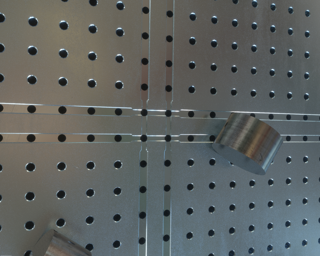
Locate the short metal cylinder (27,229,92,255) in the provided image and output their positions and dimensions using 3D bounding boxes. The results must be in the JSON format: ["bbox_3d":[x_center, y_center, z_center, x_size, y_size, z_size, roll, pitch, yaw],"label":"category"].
[{"bbox_3d":[-0.120,0.160,0.339,0.050,0.080,0.080,39,78,-16],"label":"short metal cylinder"}]

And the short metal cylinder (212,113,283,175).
[{"bbox_3d":[0.120,0.022,0.427,0.080,0.080,0.050,36,78,-17],"label":"short metal cylinder"}]
